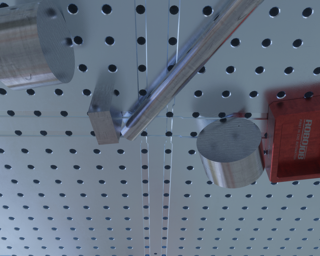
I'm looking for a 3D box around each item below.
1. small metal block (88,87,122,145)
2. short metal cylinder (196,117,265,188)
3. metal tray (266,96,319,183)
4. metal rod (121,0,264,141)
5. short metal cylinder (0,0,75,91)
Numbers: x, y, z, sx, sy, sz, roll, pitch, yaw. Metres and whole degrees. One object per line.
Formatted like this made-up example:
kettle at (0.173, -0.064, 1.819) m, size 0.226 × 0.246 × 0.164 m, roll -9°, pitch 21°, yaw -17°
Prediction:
small metal block at (-0.066, -0.015, 0.382) m, size 0.025 × 0.050 × 0.050 m, roll -5°, pitch 130°, yaw 4°
short metal cylinder at (0.093, 0.031, 0.403) m, size 0.080 × 0.080 × 0.050 m, roll -13°, pitch 129°, yaw 11°
metal tray at (0.197, 0.019, 0.426) m, size 0.090 × 0.030 × 0.129 m, roll -8°, pitch 130°, yaw 6°
metal rod at (0.046, -0.085, 0.339) m, size 0.025 × 0.025 × 0.299 m, roll 29°, pitch 124°, yaw -23°
short metal cylinder at (-0.125, -0.080, 0.306) m, size 0.050 × 0.080 × 0.080 m, roll -8°, pitch 130°, yaw 6°
